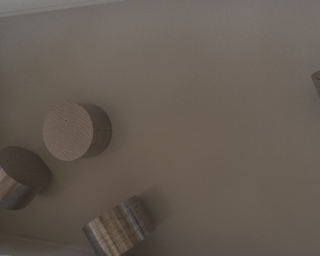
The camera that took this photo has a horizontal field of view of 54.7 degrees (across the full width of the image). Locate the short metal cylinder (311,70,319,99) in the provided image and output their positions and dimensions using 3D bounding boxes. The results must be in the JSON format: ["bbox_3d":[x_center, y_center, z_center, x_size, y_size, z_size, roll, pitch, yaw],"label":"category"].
[{"bbox_3d":[0.202,-0.045,0.310,0.080,0.080,0.050,-21,83,19],"label":"short metal cylinder"}]

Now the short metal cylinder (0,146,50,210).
[{"bbox_3d":[-0.212,0.073,0.456,0.050,0.080,0.080,-47,76,14],"label":"short metal cylinder"}]

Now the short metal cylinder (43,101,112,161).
[{"bbox_3d":[-0.116,0.004,0.438,0.080,0.050,0.080,0,90,20],"label":"short metal cylinder"}]

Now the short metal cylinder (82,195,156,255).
[{"bbox_3d":[-0.052,0.130,0.400,0.080,0.080,0.050,-36,79,16],"label":"short metal cylinder"}]
